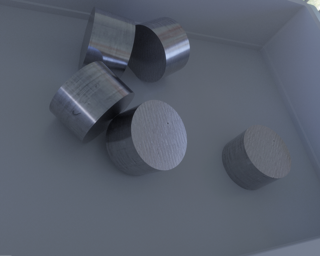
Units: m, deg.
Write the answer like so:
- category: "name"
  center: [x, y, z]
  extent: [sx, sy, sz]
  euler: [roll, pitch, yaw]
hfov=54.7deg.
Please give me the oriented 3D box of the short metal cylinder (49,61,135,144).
- category: "short metal cylinder"
  center: [-0.075, -0.028, 0.348]
  extent: [0.050, 0.080, 0.080]
  euler: [44, 51, 2]

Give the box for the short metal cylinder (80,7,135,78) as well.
- category: "short metal cylinder"
  center: [-0.070, -0.108, 0.400]
  extent: [0.050, 0.080, 0.080]
  euler: [12, 57, -22]

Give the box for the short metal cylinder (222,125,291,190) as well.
- category: "short metal cylinder"
  center: [0.136, 0.042, 0.440]
  extent: [0.081, 0.050, 0.080]
  euler: [14, 56, -21]

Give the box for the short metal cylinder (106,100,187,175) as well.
- category: "short metal cylinder"
  center: [-0.015, 0.013, 0.360]
  extent: [0.081, 0.050, 0.080]
  euler: [14, 68, -38]

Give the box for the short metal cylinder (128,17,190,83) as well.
- category: "short metal cylinder"
  center: [-0.005, -0.110, 0.436]
  extent: [0.050, 0.080, 0.080]
  euler: [-33, 80, -38]
